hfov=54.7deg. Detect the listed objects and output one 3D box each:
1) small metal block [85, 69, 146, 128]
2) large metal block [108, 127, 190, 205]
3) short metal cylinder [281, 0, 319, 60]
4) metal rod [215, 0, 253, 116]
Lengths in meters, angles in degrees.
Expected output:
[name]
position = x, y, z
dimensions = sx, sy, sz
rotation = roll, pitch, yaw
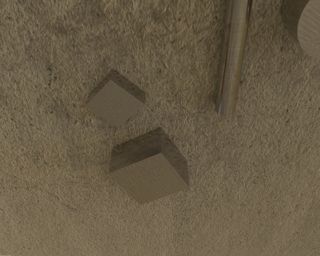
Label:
[small metal block]
position = -0.054, -0.035, 0.377
dimensions = 0.050, 0.025, 0.050
rotation = 35, 122, -26
[large metal block]
position = -0.014, 0.056, 0.438
dimensions = 0.080, 0.050, 0.080
rotation = -23, 127, 18
[short metal cylinder]
position = 0.165, -0.113, 0.296
dimensions = 0.081, 0.050, 0.079
rotation = 0, 130, 0
[metal rod]
position = 0.077, -0.136, 0.291
dimensions = 0.025, 0.025, 0.298
rotation = -1, 130, 1
